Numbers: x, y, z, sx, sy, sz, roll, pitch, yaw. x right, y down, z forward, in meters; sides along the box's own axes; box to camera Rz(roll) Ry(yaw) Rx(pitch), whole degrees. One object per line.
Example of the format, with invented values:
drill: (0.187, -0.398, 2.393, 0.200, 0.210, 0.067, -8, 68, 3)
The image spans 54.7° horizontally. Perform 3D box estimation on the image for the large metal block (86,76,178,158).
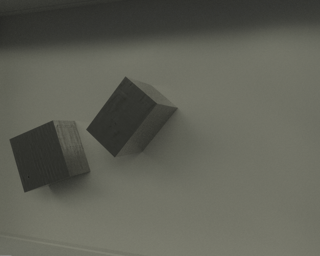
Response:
large metal block: (-0.032, -0.013, 0.392, 0.050, 0.080, 0.080, 42, 103, 15)

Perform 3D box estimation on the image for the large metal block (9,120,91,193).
large metal block: (-0.160, 0.040, 0.452, 0.080, 0.050, 0.080, -21, 83, 18)
